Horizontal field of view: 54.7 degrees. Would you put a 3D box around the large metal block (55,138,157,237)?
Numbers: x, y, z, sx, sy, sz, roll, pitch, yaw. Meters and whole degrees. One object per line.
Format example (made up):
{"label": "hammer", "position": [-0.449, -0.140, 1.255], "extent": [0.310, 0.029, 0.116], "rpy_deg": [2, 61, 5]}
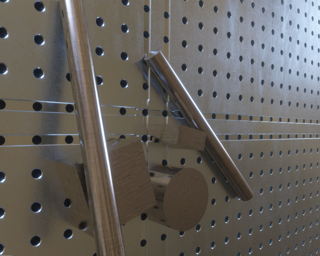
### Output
{"label": "large metal block", "position": [-0.058, 0.062, 0.346], "extent": [0.081, 0.050, 0.079], "rpy_deg": [-22, 104, -38]}

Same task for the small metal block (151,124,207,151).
{"label": "small metal block", "position": [0.026, 0.013, 0.417], "extent": [0.050, 0.050, 0.025], "rpy_deg": [16, 80, -39]}

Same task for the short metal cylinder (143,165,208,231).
{"label": "short metal cylinder", "position": [0.018, 0.090, 0.411], "extent": [0.081, 0.050, 0.079], "rpy_deg": [0, 90, -40]}

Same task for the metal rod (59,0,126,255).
{"label": "metal rod", "position": [-0.066, 0.002, 0.300], "extent": [0.025, 0.025, 0.299], "rpy_deg": [-1, 74, -40]}

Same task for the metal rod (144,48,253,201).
{"label": "metal rod", "position": [0.070, 0.011, 0.470], "extent": [0.025, 0.025, 0.300], "rpy_deg": [-52, 121, -27]}
